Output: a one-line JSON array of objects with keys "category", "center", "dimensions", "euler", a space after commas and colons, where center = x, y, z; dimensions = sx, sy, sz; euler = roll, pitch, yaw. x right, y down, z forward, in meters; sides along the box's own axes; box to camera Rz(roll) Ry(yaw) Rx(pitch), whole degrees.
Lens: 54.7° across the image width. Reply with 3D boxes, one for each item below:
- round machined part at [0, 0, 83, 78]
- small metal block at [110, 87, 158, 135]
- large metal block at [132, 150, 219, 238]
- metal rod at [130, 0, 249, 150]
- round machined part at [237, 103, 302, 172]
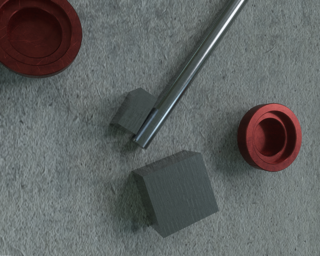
[{"category": "round machined part", "center": [-0.140, -0.104, 0.348], "dimensions": [0.099, 0.042, 0.097], "euler": [0, 90, -20]}, {"category": "small metal block", "center": [-0.034, -0.020, 0.383], "dimensions": [0.025, 0.050, 0.050], "euler": [34, 79, -17]}, {"category": "large metal block", "center": [0.019, 0.081, 0.403], "dimensions": [0.081, 0.050, 0.080], "euler": [-20, 97, -19]}, {"category": "metal rod", "center": [0.055, -0.100, 0.428], "dimensions": [0.025, 0.025, 0.300], "euler": [38, 78, -16]}, {"category": "round machined part", "center": [0.155, 0.013, 0.457], "dimensions": [0.099, 0.042, 0.097], "euler": [0, 90, -20]}]
